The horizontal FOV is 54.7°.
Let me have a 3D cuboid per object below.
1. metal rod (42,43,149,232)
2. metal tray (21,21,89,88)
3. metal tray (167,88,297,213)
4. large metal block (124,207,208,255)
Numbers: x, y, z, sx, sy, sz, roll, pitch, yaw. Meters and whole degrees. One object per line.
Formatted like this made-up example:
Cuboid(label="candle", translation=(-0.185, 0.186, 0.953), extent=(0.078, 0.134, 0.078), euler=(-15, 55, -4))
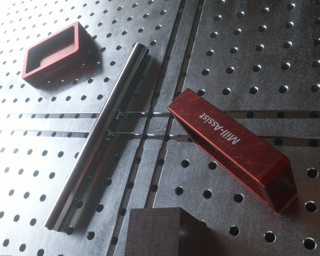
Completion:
Cuboid(label="metal rod", translation=(-0.085, 0.001, 0.452), extent=(0.025, 0.025, 0.300), euler=(10, 67, 32))
Cuboid(label="metal tray", translation=(-0.202, -0.142, 0.598), extent=(0.130, 0.030, 0.090), euler=(-22, 53, 14))
Cuboid(label="metal tray", translation=(0.072, 0.021, 0.315), extent=(0.030, 0.090, 0.130), euler=(-45, 51, -3))
Cuboid(label="large metal block", translation=(0.009, 0.126, 0.291), extent=(0.050, 0.080, 0.080), euler=(-9, 58, 24))
